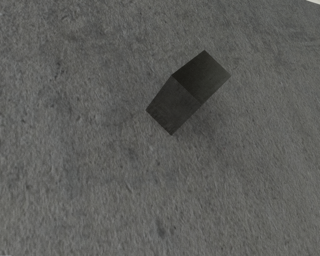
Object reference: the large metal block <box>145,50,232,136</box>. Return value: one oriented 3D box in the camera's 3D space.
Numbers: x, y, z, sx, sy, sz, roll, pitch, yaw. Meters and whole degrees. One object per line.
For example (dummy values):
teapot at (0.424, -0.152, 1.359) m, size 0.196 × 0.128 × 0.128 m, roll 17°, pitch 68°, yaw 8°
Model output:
large metal block at (0.037, -0.047, 0.417) m, size 0.050 × 0.080 × 0.080 m, roll 45°, pitch 51°, yaw 3°
